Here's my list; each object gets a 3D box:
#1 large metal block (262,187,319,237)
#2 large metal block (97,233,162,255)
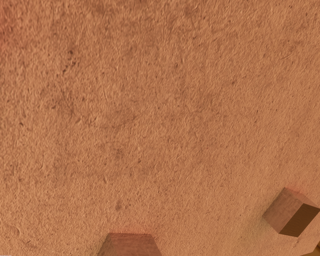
[{"bbox_3d":[0.277,0.179,0.652,0.080,0.050,0.080,22,106,-37],"label":"large metal block"},{"bbox_3d":[-0.055,0.217,0.495,0.081,0.050,0.080,16,110,-35],"label":"large metal block"}]
